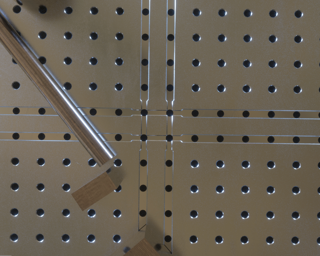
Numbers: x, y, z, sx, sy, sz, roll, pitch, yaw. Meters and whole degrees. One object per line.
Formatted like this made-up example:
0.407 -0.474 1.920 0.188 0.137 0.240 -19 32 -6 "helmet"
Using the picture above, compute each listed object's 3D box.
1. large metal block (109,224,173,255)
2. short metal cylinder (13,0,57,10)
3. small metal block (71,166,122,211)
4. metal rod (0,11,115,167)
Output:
-0.023 0.189 0.401 0.080 0.050 0.080 -40 90 0 "large metal block"
-0.171 -0.201 0.399 0.081 0.050 0.079 0 90 0 "short metal cylinder"
-0.080 0.077 0.400 0.050 0.050 0.025 -33 90 0 "small metal block"
-0.163 -0.073 0.411 0.025 0.025 0.300 -38 90 0 "metal rod"
